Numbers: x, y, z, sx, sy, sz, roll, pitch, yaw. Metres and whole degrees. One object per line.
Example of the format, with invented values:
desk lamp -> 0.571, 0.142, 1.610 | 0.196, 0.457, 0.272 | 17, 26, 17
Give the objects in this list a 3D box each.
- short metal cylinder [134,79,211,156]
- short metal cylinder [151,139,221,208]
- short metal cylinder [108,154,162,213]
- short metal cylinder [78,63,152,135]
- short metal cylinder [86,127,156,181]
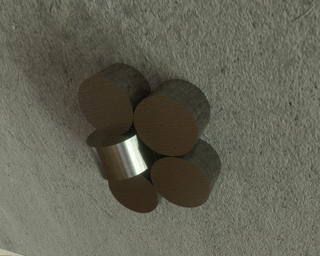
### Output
short metal cylinder -> 0.015, -0.013, 0.375 | 0.080, 0.050, 0.079 | 13, 125, 20
short metal cylinder -> 0.035, 0.057, 0.409 | 0.080, 0.050, 0.079 | 14, 125, 21
short metal cylinder -> -0.028, 0.077, 0.455 | 0.080, 0.050, 0.079 | 14, 125, 21
short metal cylinder -> -0.057, -0.037, 0.399 | 0.080, 0.050, 0.079 | 14, 125, 21
short metal cylinder -> -0.051, 0.026, 0.416 | 0.080, 0.080, 0.050 | -3, 117, 29
